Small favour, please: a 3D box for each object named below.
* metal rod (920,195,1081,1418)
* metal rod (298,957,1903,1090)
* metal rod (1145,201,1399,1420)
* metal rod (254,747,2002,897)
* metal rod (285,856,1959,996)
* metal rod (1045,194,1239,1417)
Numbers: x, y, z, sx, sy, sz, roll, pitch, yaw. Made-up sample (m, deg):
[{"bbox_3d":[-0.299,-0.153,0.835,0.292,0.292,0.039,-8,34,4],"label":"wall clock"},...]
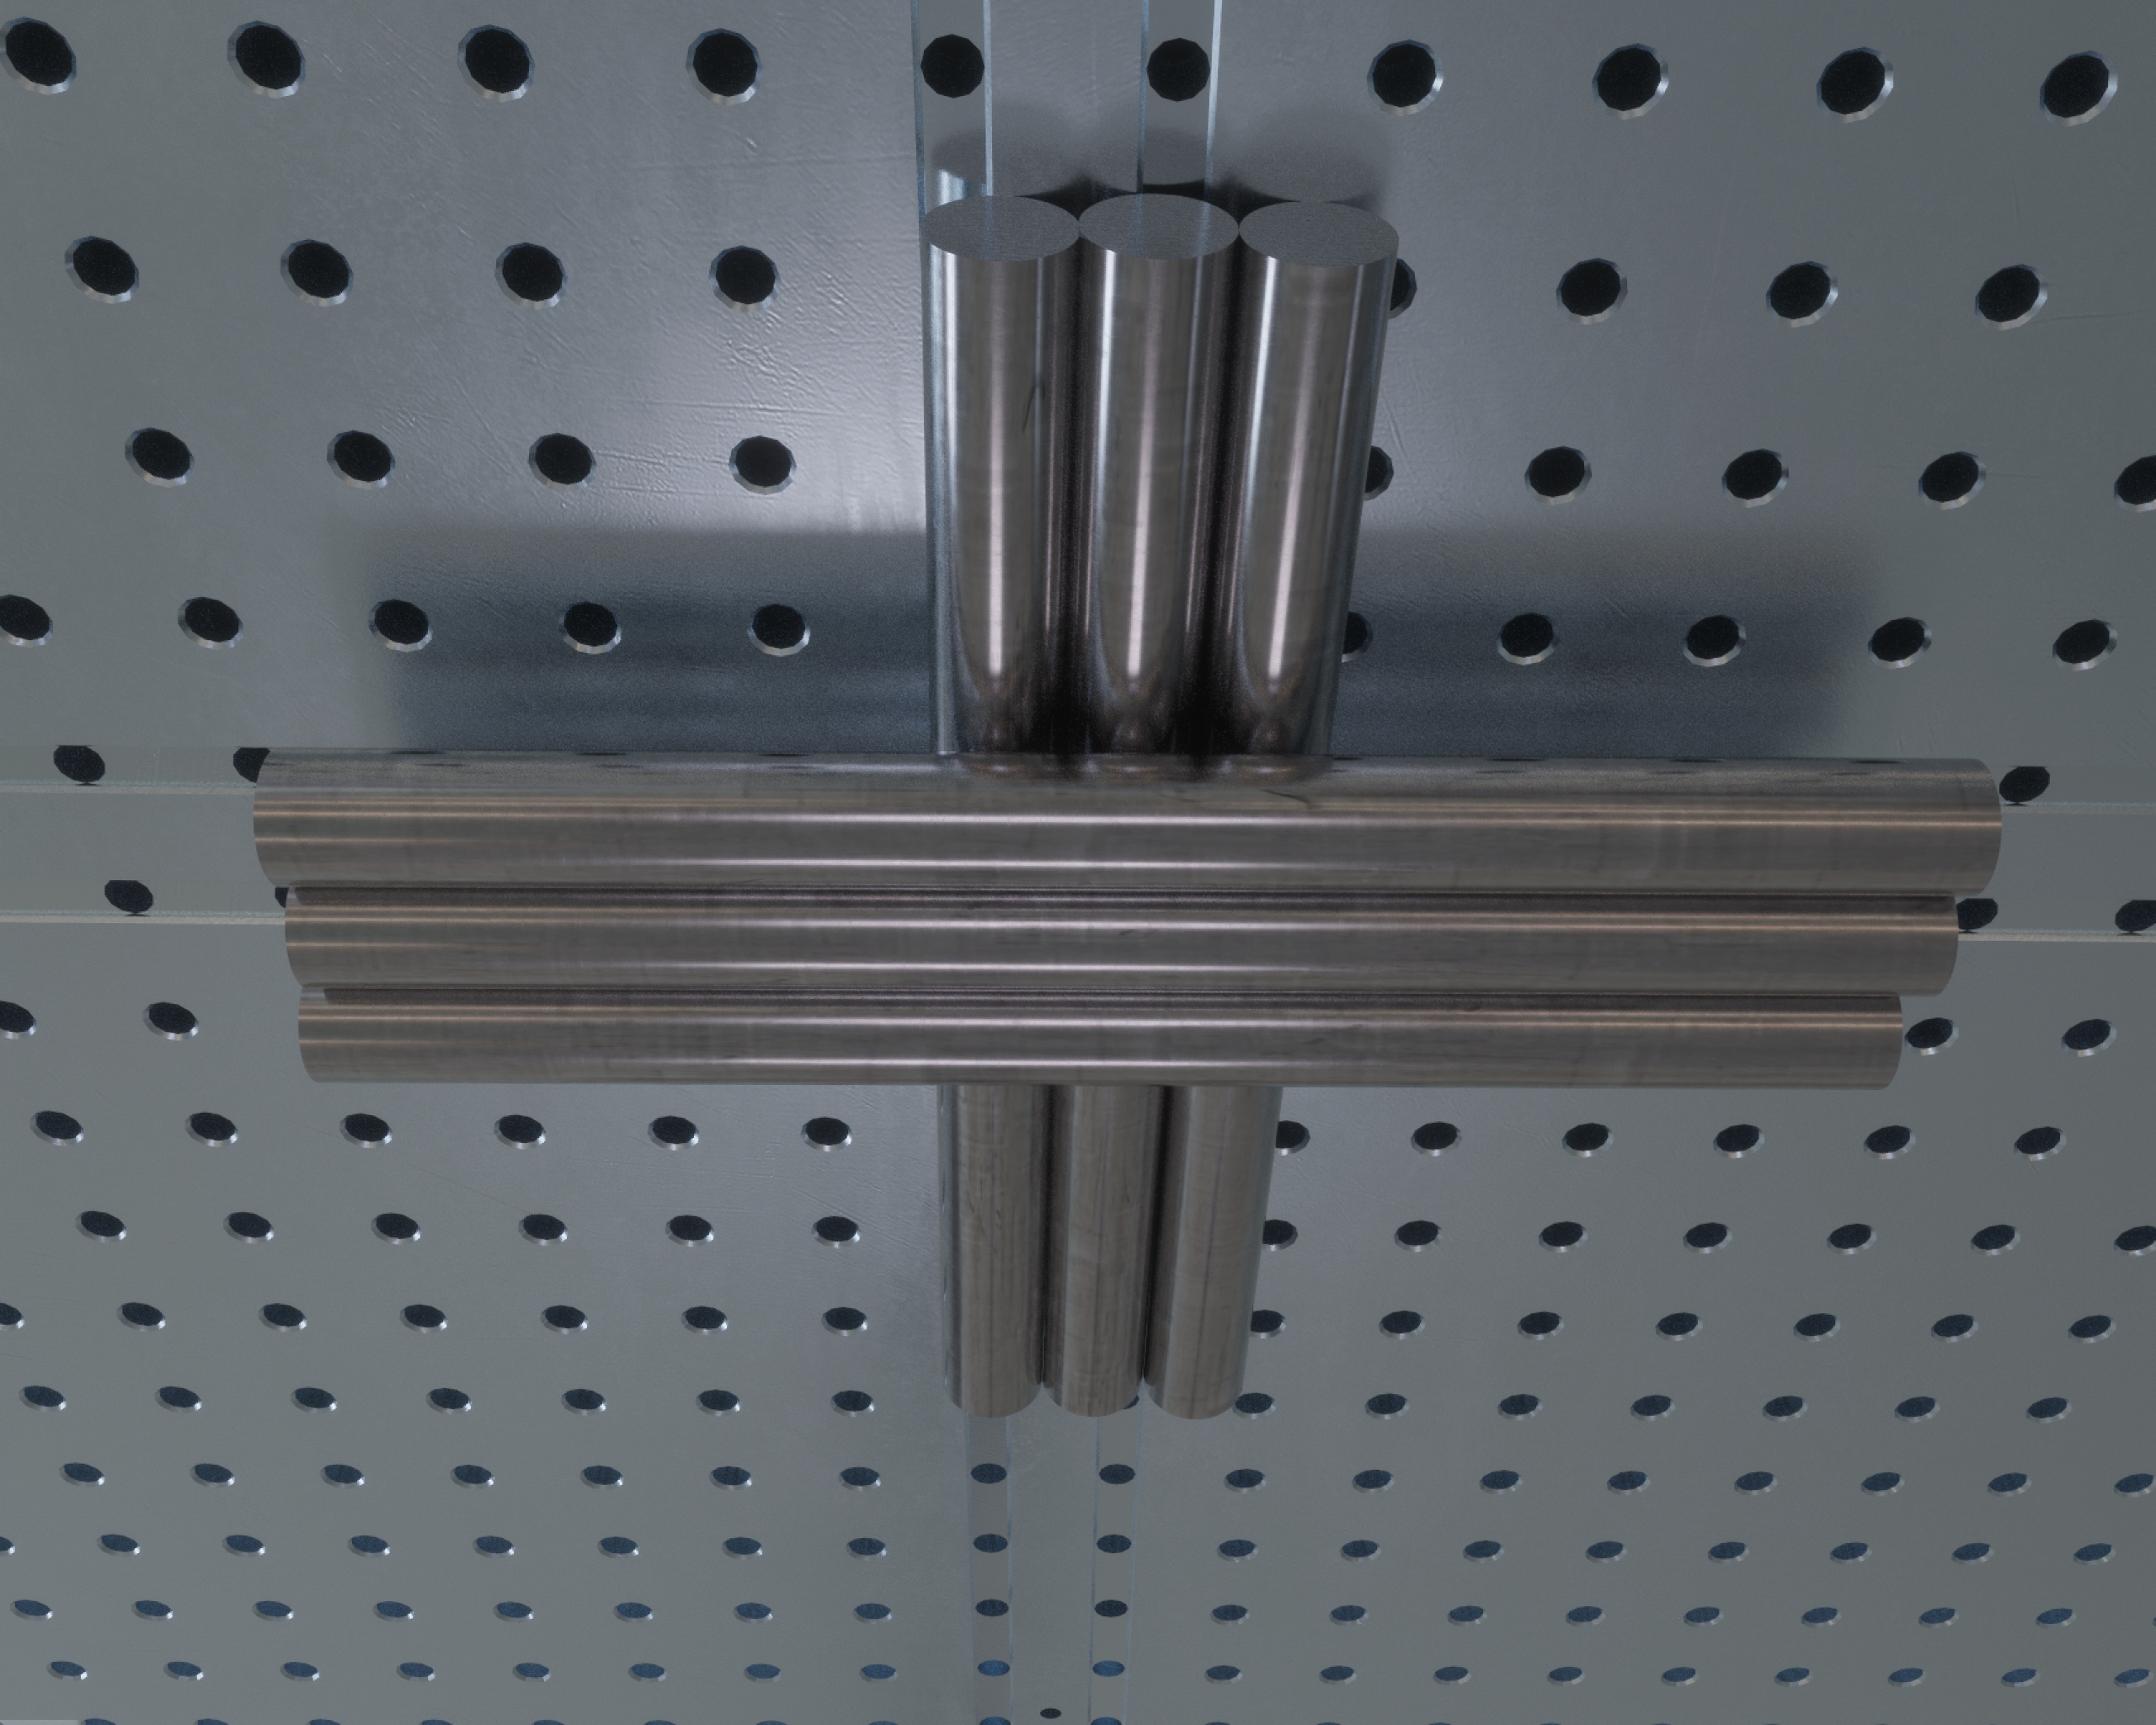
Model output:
[{"bbox_3d":[-0.017,0.014,0.423,0.025,0.025,0.298,1,130,-1],"label":"metal rod"},{"bbox_3d":[0.005,0.031,0.405,0.302,0.025,0.025,0,130,-1],"label":"metal rod"},{"bbox_3d":[0.033,0.015,0.424,0.025,0.025,0.298,1,130,-1],"label":"metal rod"},{"bbox_3d":[0.009,-0.007,0.372,0.302,0.025,0.025,0,130,-1],"label":"metal rod"},{"bbox_3d":[0.009,0.012,0.389,0.302,0.025,0.025,0,130,-1],"label":"metal rod"},{"bbox_3d":[0.008,0.014,0.423,0.025,0.025,0.298,1,130,-1],"label":"metal rod"}]
